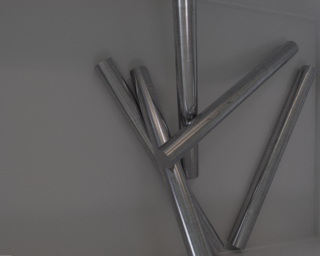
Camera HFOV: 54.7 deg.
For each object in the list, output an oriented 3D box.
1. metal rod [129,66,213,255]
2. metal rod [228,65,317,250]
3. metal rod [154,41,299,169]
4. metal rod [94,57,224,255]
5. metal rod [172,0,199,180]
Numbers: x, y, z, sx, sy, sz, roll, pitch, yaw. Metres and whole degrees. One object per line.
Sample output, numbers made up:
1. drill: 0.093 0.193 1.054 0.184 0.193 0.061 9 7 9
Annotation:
1. metal rod: 0.017 0.060 0.351 0.025 0.025 0.299 -11 69 -20
2. metal rod: 0.175 0.039 0.474 0.025 0.025 0.299 29 81 -18
3. metal rod: 0.104 -0.046 0.408 0.302 0.025 0.025 -38 103 -32
4. metal rod: 0.004 0.045 0.411 0.025 0.025 0.299 -34 101 -17
5. metal rod: 0.031 -0.066 0.355 0.025 0.025 0.298 -16 121 -19
